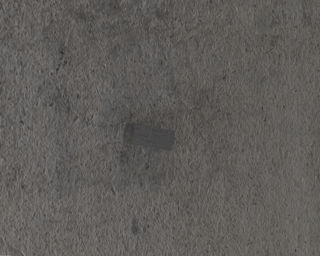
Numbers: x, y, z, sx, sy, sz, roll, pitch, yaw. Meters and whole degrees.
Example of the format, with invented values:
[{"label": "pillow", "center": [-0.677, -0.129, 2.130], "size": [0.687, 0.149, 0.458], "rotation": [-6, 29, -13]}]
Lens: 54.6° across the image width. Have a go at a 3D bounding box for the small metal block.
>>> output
[{"label": "small metal block", "center": [-0.015, 0.011, 0.390], "size": [0.050, 0.050, 0.025], "rotation": [11, 86, -20]}]
